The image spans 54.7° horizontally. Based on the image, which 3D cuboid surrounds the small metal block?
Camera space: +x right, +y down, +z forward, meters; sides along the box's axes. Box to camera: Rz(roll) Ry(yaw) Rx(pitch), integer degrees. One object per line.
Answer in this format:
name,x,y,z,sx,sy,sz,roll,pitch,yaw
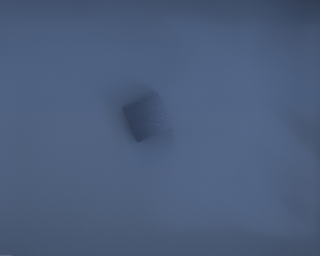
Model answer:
small metal block,-0.016,-0.014,0.408,0.050,0.025,0.050,-23,90,-1
